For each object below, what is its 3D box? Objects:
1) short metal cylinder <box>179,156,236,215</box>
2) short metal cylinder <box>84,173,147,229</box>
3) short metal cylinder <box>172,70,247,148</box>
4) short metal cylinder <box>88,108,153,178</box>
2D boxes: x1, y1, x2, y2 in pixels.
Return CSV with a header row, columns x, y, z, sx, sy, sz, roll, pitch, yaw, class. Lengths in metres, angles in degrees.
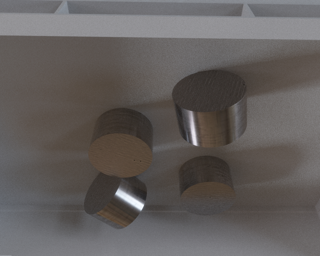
x,y,z,sx,sy,sz,roll,pitch,yaw,class
0.069,0.088,0.468,0.081,0.050,0.079,0,130,0,short metal cylinder
-0.066,0.101,0.458,0.080,0.080,0.050,-34,122,25,short metal cylinder
0.057,-0.024,0.353,0.080,0.080,0.050,-8,130,7,short metal cylinder
-0.050,0.020,0.409,0.081,0.050,0.079,0,130,0,short metal cylinder
